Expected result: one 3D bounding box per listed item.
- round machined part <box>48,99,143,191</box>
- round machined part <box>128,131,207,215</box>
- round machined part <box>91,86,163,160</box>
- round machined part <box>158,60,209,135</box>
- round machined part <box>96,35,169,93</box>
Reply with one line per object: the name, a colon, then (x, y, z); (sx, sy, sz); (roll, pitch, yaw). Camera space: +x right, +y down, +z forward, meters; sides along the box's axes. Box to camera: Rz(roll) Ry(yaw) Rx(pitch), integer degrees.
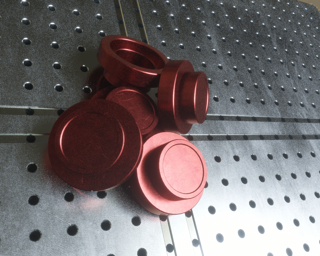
round machined part: (-0.068, 0.016, 0.321); (0.099, 0.042, 0.098); (0, 78, 2)
round machined part: (0.016, 0.051, 0.360); (0.099, 0.042, 0.098); (12, 67, -31)
round machined part: (-0.041, -0.013, 0.383); (0.099, 0.042, 0.098); (14, 56, -21)
round machined part: (0.036, -0.040, 0.404); (0.042, 0.098, 0.098); (4, 49, 23)
round machined part: (-0.037, -0.081, 0.414); (0.099, 0.042, 0.098); (19, 33, -13)
